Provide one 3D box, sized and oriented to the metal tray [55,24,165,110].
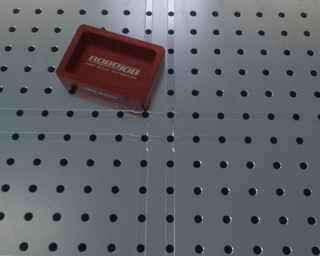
[{"bbox_3d":[-0.067,-0.088,0.440,0.130,0.030,0.090,17,71,6],"label":"metal tray"}]
